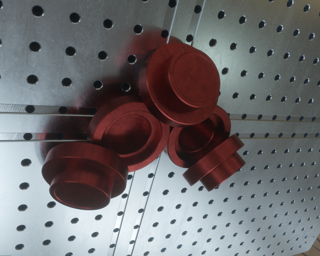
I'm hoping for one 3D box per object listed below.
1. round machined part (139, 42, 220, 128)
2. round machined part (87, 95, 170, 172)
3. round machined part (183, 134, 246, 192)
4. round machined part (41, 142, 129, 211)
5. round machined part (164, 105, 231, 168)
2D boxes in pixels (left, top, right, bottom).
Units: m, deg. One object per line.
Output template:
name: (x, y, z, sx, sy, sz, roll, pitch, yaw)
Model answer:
round machined part: (0.029, -0.052, 0.352, 0.099, 0.042, 0.098, 6, 78, -28)
round machined part: (-0.041, 0.004, 0.380, 0.099, 0.042, 0.097, -14, 125, -21)
round machined part: (0.084, 0.055, 0.447, 0.098, 0.042, 0.098, -36, 167, -9)
round machined part: (-0.088, 0.062, 0.361, 0.099, 0.042, 0.097, 3, 140, 3)
round machined part: (0.045, 0.004, 0.429, 0.099, 0.042, 0.097, -14, 125, -21)
